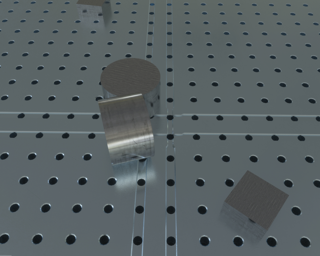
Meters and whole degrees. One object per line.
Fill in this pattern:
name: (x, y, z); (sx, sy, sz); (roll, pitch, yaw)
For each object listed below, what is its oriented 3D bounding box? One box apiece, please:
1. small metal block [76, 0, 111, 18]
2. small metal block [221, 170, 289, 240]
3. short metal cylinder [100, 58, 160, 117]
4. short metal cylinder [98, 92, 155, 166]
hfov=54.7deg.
small metal block: (-0.130, -0.244, 0.611); (0.050, 0.025, 0.050); (9, 51, 7)
small metal block: (0.103, 0.083, 0.339); (0.050, 0.025, 0.050); (32, 57, 24)
short metal cylinder: (-0.040, -0.054, 0.436); (0.081, 0.050, 0.080); (0, 50, 0)
short metal cylinder: (-0.041, 0.001, 0.371); (0.050, 0.080, 0.080); (-12, 51, -10)
